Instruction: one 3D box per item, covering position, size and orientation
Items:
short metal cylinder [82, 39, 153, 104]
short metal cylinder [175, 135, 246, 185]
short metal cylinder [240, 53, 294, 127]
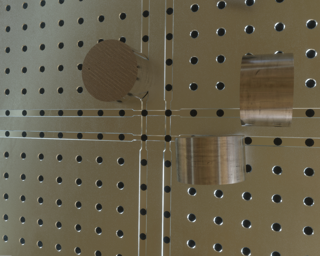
[{"bbox_3d":[-0.057,-0.073,0.418,0.080,0.050,0.079,0,90,19],"label":"short metal cylinder"},{"bbox_3d":[0.059,0.035,0.362,0.080,0.080,0.050,-3,89,19],"label":"short metal cylinder"},{"bbox_3d":[0.118,-0.041,0.342,0.050,0.080,0.079,2,91,20],"label":"short metal cylinder"}]
